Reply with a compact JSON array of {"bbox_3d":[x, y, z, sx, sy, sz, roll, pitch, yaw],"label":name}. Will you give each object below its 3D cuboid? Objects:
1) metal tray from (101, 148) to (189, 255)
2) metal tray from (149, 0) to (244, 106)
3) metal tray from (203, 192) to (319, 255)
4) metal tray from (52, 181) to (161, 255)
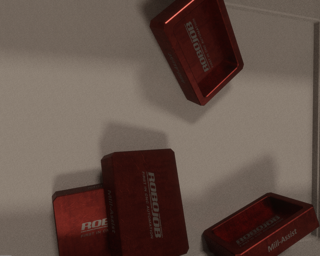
[{"bbox_3d":[-0.017,0.093,0.374,0.091,0.030,0.129,-1,77,-36],"label":"metal tray"},{"bbox_3d":[0.053,-0.104,0.398,0.090,0.030,0.130,-44,131,-13],"label":"metal tray"},{"bbox_3d":[0.137,0.139,0.428,0.131,0.090,0.030,-24,99,-19],"label":"metal tray"},{"bbox_3d":[-0.061,0.115,0.386,0.131,0.030,0.089,-7,93,-20],"label":"metal tray"}]
